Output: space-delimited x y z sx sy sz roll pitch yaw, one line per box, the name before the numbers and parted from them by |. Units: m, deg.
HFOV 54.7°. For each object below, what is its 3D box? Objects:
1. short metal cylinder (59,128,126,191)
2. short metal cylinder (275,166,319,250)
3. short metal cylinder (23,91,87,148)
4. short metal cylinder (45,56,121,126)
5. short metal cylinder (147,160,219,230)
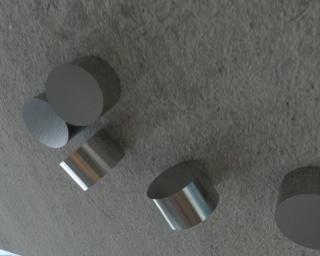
short metal cylinder | -0.097 0.045 0.448 0.080 0.080 0.050 -35 99 38
short metal cylinder | 0.177 0.091 0.354 0.080 0.050 0.079 13 124 20
short metal cylinder | -0.152 -0.017 0.458 0.080 0.050 0.079 13 124 21
short metal cylinder | -0.099 -0.049 0.403 0.080 0.050 0.079 7 116 16
short metal cylinder | 0.030 0.086 0.408 0.080 0.080 0.050 -20 108 35
